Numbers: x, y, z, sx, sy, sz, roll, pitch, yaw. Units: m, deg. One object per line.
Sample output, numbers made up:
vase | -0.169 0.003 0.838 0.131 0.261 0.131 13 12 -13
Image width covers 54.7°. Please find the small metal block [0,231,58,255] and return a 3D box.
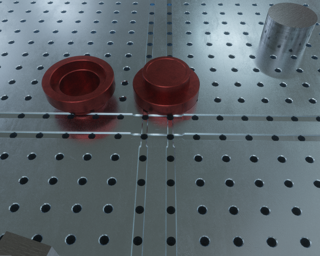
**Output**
small metal block | -0.135 0.133 0.294 0.050 0.025 0.050 14 51 11

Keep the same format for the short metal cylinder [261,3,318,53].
short metal cylinder | 0.223 -0.175 0.540 0.080 0.050 0.080 0 50 0

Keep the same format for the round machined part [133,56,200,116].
round machined part | 0.009 -0.068 0.453 0.099 0.042 0.098 0 50 0

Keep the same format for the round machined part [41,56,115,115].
round machined part | -0.113 -0.057 0.444 0.099 0.042 0.098 0 50 0
